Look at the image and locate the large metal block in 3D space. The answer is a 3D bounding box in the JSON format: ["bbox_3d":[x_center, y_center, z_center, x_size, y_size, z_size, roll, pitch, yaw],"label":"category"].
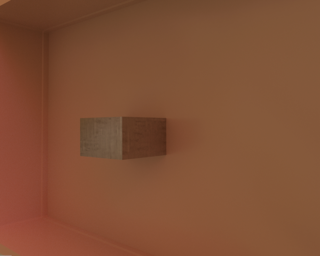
[{"bbox_3d":[-0.048,0.012,0.412,0.080,0.081,0.050,0,90,40],"label":"large metal block"}]
